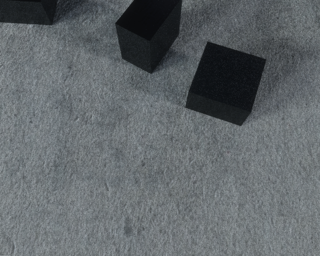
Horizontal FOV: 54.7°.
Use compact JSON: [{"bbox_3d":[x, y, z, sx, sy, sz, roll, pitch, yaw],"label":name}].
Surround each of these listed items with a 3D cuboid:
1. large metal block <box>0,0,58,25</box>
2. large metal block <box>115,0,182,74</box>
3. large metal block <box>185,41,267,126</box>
[{"bbox_3d":[-0.204,-0.206,0.468,0.081,0.050,0.080,4,70,1],"label":"large metal block"},{"bbox_3d":[-0.013,-0.136,0.428,0.050,0.080,0.080,30,73,10],"label":"large metal block"},{"bbox_3d":[0.087,-0.059,0.417,0.080,0.050,0.080,19,71,6],"label":"large metal block"}]
